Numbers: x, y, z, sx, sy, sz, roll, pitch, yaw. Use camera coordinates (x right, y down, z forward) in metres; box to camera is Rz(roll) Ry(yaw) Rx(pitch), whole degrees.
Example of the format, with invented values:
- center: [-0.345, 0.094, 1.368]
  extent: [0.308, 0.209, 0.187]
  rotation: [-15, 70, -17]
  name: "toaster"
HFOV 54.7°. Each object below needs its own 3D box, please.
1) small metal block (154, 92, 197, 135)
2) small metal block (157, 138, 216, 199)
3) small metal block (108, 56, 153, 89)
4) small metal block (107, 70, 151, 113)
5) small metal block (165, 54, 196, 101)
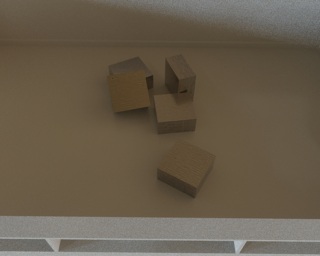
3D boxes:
- center: [0.019, -0.020, 0.423]
  extent: [0.050, 0.025, 0.050]
  rotation: [-5, 50, -5]
  name: "small metal block"
- center: [0.031, 0.047, 0.366]
  extent: [0.050, 0.025, 0.050]
  rotation: [25, 54, 19]
  name: "small metal block"
- center: [-0.044, -0.078, 0.470]
  extent: [0.050, 0.025, 0.050]
  rotation: [-22, 54, -18]
  name: "small metal block"
- center: [-0.044, -0.051, 0.429]
  extent: [0.050, 0.050, 0.025]
  rotation: [-11, 7, -10]
  name: "small metal block"
- center: [0.028, -0.069, 0.448]
  extent: [0.025, 0.050, 0.050]
  rotation: [-16, 52, -13]
  name: "small metal block"
